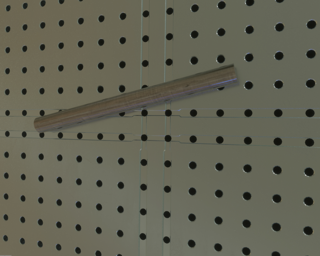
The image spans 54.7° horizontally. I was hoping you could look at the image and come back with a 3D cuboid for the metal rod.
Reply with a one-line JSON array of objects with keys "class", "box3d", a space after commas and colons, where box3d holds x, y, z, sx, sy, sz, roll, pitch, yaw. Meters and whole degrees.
[{"class": "metal rod", "box3d": [-0.046, -0.036, 0.427, 0.301, 0.025, 0.025, -13, 86, 19]}]
